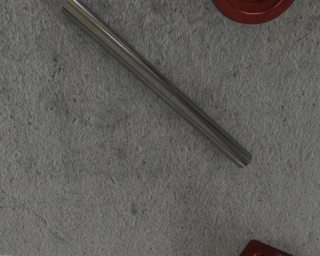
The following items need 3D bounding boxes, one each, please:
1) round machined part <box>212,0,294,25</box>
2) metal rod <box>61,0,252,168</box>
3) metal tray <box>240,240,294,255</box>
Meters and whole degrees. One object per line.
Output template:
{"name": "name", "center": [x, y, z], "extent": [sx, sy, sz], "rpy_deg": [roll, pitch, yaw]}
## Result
{"name": "round machined part", "center": [0.101, -0.166, 0.341], "extent": [0.099, 0.042, 0.097], "rpy_deg": [0, 110, -1]}
{"name": "metal rod", "center": [0.006, -0.048, 0.391], "extent": [0.300, 0.025, 0.025], "rpy_deg": [40, 105, -14]}
{"name": "metal tray", "center": [0.184, 0.243, 0.499], "extent": [0.131, 0.030, 0.089], "rpy_deg": [25, 108, -9]}
